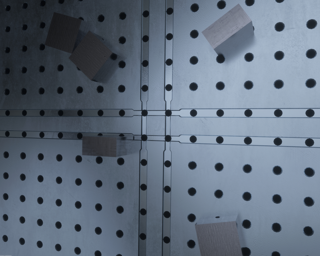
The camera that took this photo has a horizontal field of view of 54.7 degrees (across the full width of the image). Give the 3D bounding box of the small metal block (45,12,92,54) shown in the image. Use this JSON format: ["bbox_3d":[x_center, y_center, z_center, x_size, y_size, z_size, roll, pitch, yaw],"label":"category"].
[{"bbox_3d":[-0.136,-0.138,0.459,0.050,0.025,0.050,21,97,18],"label":"small metal block"}]

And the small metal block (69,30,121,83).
[{"bbox_3d":[-0.094,-0.102,0.444,0.050,0.025,0.050,45,103,14],"label":"small metal block"}]

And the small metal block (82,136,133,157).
[{"bbox_3d":[-0.070,0.024,0.423,0.050,0.050,0.025,1,91,19],"label":"small metal block"}]

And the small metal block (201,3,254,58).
[{"bbox_3d":[0.082,-0.114,0.370,0.050,0.050,0.025,-35,79,16],"label":"small metal block"}]

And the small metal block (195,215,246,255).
[{"bbox_3d":[0.075,0.140,0.386,0.050,0.025,0.050,-12,86,19],"label":"small metal block"}]
